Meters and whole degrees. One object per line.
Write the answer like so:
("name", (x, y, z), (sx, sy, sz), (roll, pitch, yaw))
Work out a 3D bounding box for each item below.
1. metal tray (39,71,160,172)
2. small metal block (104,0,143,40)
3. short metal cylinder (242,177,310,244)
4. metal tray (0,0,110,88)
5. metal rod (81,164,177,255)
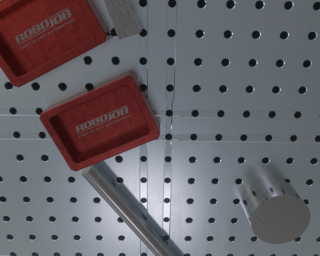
("metal tray", (-0.076, -0.007, 0.407), (0.130, 0.030, 0.090), (-22, 109, 8))
("small metal block", (-0.041, -0.130, 0.352), (0.025, 0.050, 0.050), (-18, 109, 6))
("short metal cylinder", (0.164, 0.117, 0.445), (0.081, 0.050, 0.079), (0, 110, 0))
("metal tray", (-0.138, -0.117, 0.366), (0.130, 0.030, 0.090), (-25, 108, 9))
("metal rod", (-0.013, 0.171, 0.476), (0.025, 0.025, 0.300), (-34, 107, 11))
